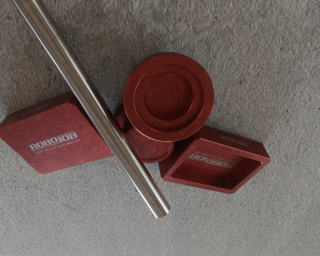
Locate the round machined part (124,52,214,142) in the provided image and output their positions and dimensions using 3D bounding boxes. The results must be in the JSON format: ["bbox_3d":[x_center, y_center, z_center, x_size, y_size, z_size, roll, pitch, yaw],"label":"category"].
[{"bbox_3d":[0.008,-0.037,0.352,0.099,0.042,0.097,-2,109,-6],"label":"round machined part"}]

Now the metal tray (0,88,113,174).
[{"bbox_3d":[-0.130,0.009,0.398,0.130,0.030,0.090,-16,126,24],"label":"metal tray"}]

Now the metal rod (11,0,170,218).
[{"bbox_3d":[-0.065,-0.009,0.357,0.025,0.025,0.299,-22,114,17],"label":"metal rod"}]

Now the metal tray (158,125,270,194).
[{"bbox_3d":[0.075,0.047,0.432,0.131,0.030,0.089,16,129,-27],"label":"metal tray"}]

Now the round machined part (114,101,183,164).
[{"bbox_3d":[-0.016,0.009,0.405,0.099,0.042,0.097,0,130,0],"label":"round machined part"}]
